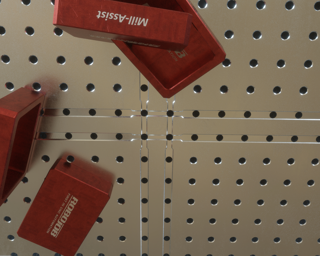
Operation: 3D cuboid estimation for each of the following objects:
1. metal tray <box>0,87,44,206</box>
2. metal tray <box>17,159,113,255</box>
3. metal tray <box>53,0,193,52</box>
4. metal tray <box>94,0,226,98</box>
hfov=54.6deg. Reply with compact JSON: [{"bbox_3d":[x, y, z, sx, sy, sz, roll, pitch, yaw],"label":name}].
[{"bbox_3d":[-0.186,0.022,0.385,0.030,0.090,0.129,18,109,-7],"label":"metal tray"},{"bbox_3d":[-0.139,0.120,0.454,0.090,0.030,0.129,29,107,-10],"label":"metal tray"},{"bbox_3d":[-0.036,-0.109,0.335,0.131,0.090,0.030,8,98,-3],"label":"metal tray"},{"bbox_3d":[0.002,-0.107,0.352,0.090,0.030,0.130,-34,117,21],"label":"metal tray"}]
